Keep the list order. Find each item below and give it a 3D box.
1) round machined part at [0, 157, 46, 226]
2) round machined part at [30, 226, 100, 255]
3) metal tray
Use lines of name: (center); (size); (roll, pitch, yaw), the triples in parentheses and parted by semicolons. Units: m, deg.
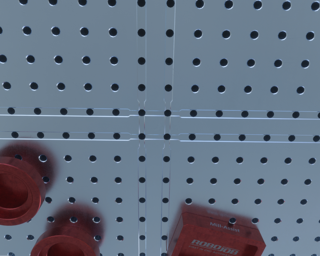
round machined part: (-0.209, 0.083, 0.432); (0.099, 0.042, 0.097); (0, 110, -1)
round machined part: (-0.141, 0.190, 0.472); (0.099, 0.042, 0.097); (0, 110, -1)
metal tray: (0.085, 0.190, 0.481); (0.131, 0.030, 0.089); (16, 109, -6)
